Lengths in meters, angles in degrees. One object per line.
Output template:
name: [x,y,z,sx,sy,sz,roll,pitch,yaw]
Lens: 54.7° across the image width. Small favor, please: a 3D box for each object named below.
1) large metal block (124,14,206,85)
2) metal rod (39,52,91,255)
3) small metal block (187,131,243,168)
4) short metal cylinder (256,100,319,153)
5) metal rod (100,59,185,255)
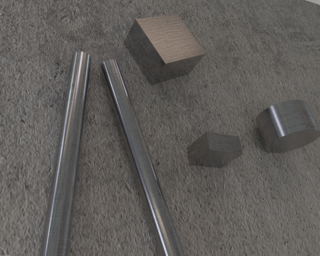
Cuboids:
large metal block: [0.006,-0.119,0.464,0.081,0.050,0.080,-22,74,-36]
metal rod: [-0.098,0.038,0.327,0.025,0.025,0.299,12,57,-22]
small metal block: [0.071,0.030,0.408,0.050,0.050,0.025,8,58,-24]
short metal cylinder: [0.194,-0.001,0.473,0.081,0.080,0.050,3,60,-27]
metal rod: [-0.020,0.046,0.364,0.025,0.025,0.299,-7,65,-31]
